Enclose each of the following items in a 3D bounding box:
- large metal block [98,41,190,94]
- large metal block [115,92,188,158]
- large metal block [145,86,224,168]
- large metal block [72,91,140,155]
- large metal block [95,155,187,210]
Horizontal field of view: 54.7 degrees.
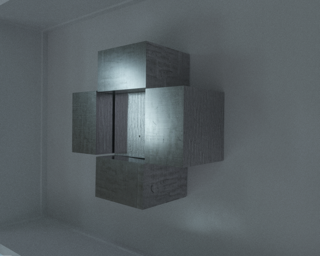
[{"bbox_3d":[-0.020,-0.069,0.385,0.080,0.081,0.050,1,91,40],"label":"large metal block"},{"bbox_3d":[-0.012,-0.004,0.397,0.080,0.050,0.080,1,91,40],"label":"large metal block"},{"bbox_3d":[0.029,-0.002,0.346,0.050,0.081,0.080,1,91,40],"label":"large metal block"},{"bbox_3d":[-0.072,-0.007,0.430,0.050,0.081,0.080,1,91,40],"label":"large metal block"},{"bbox_3d":[-0.023,0.061,0.388,0.080,0.081,0.050,3,92,40],"label":"large metal block"}]
